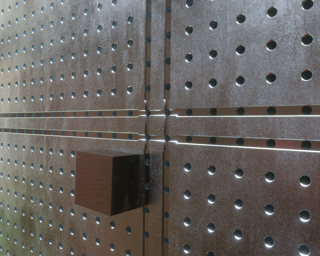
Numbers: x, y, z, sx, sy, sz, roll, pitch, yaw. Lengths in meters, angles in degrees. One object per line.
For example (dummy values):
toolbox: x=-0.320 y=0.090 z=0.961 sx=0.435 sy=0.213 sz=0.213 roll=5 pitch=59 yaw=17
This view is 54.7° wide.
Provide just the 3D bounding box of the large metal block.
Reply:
large metal block: x=-0.079 y=0.076 z=0.456 sx=0.080 sy=0.050 sz=0.079 roll=4 pitch=93 yaw=39
